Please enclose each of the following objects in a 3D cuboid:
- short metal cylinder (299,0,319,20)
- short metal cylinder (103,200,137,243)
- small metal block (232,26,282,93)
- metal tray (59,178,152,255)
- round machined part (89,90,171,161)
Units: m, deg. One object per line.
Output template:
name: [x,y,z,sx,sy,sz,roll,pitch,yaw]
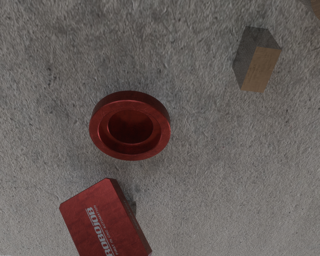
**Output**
short metal cylinder: [0.167,-0.137,0.276,0.081,0.050,0.079,0,130,0]
short metal cylinder: [-0.072,0.155,0.502,0.050,0.080,0.079,12,129,-10]
small metal block: [0.101,-0.073,0.330,0.025,0.050,0.050,6,130,-5]
metal tray: [-0.081,0.151,0.460,0.090,0.130,0.030,-30,165,3]
round machined part: [-0.036,-0.007,0.390,0.099,0.042,0.097,0,130,0]
